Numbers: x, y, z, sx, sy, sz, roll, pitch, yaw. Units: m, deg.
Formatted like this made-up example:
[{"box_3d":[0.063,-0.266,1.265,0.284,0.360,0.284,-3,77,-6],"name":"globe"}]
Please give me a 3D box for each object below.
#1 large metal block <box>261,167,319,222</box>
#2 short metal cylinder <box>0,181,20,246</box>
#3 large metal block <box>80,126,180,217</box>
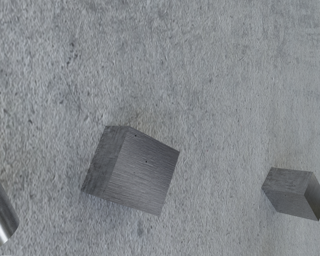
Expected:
[{"box_3d":[0.251,0.122,0.579,0.080,0.080,0.050,52,60,-28],"name":"large metal block"},{"box_3d":[-0.159,0.070,0.236,0.081,0.080,0.050,-29,109,-36],"name":"short metal cylinder"},{"box_3d":[-0.032,0.050,0.361,0.080,0.050,0.080,29,72,-36],"name":"large metal block"}]
